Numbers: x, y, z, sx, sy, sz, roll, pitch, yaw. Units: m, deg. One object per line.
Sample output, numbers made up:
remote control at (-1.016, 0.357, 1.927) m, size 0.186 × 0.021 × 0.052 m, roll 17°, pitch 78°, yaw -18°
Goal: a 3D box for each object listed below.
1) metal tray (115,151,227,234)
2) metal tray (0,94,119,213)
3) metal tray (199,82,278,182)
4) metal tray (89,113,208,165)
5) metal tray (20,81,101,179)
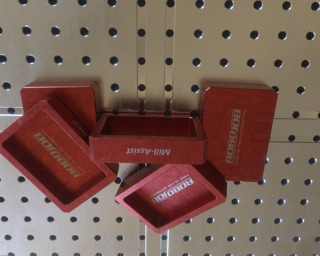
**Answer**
metal tray at (0.014, 0.087, 0.423) m, size 0.130 × 0.030 × 0.090 m, roll -37°, pitch 108°, yaw 30°
metal tray at (-0.126, 0.035, 0.388) m, size 0.090 × 0.030 × 0.130 m, roll -36°, pitch 107°, yaw 11°
metal tray at (0.097, 0.007, 0.414) m, size 0.091 × 0.030 × 0.129 m, roll 3°, pitch 110°, yaw -2°
metal tray at (-0.013, 0.010, 0.381) m, size 0.131 × 0.090 × 0.030 m, roll 1°, pitch 110°, yaw -1°
metal tray at (-0.124, 0.005, 0.411) m, size 0.091 × 0.030 × 0.129 m, roll -1°, pitch 111°, yaw 0°
